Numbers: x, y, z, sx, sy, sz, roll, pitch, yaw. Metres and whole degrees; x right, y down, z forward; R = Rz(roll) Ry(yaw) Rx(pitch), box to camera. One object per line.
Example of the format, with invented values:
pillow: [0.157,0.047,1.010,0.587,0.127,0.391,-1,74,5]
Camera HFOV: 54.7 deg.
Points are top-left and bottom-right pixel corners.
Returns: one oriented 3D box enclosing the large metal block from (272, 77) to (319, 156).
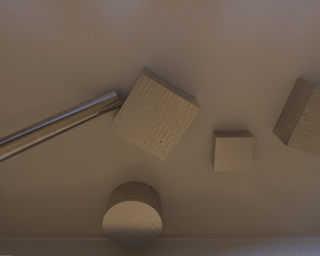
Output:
large metal block: [0.206,-0.011,0.397,0.080,0.050,0.079,16,109,-6]

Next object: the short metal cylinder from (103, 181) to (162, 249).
short metal cylinder: [-0.038,0.124,0.443,0.081,0.050,0.079,0,110,-1]

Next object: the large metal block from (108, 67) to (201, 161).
large metal block: [-0.007,-0.019,0.391,0.080,0.050,0.080,30,107,-11]

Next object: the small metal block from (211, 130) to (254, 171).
small metal block: [0.098,0.031,0.424,0.050,0.025,0.050,-1,110,0]

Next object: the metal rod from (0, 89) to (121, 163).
metal rod: [-0.184,0.027,0.350,0.302,0.025,0.025,-27,110,-19]
